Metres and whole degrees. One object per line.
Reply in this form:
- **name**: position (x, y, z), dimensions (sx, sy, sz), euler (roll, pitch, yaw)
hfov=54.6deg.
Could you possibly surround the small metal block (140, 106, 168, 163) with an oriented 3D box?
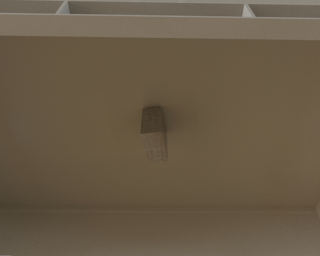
- **small metal block**: position (-0.006, 0.009, 0.395), dimensions (0.025, 0.050, 0.050), euler (-7, 129, 6)
